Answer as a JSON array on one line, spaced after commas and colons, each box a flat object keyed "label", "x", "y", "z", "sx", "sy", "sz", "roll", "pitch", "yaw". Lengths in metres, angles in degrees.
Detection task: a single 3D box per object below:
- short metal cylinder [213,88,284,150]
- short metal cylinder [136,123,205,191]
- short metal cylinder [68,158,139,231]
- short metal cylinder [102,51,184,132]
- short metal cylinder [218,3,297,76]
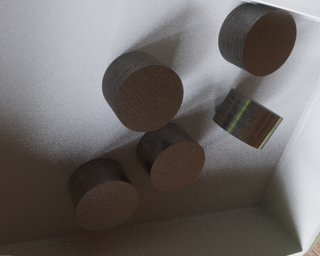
[{"label": "short metal cylinder", "x": 0.121, "y": -0.013, "z": 0.431, "sx": 0.080, "sy": 0.080, "sz": 0.050, "roll": 20, "pitch": 108, "yaw": -36}, {"label": "short metal cylinder", "x": 0.014, "y": 0.039, "z": 0.424, "sx": 0.081, "sy": 0.050, "sz": 0.079, "roll": -14, "pitch": 124, "yaw": -21}, {"label": "short metal cylinder", "x": -0.075, "y": 0.086, "z": 0.405, "sx": 0.081, "sy": 0.050, "sz": 0.079, "roll": -14, "pitch": 124, "yaw": -21}, {"label": "short metal cylinder", "x": -0.020, "y": -0.042, "z": 0.355, "sx": 0.081, "sy": 0.050, "sz": 0.079, "roll": -14, "pitch": 124, "yaw": -21}, {"label": "short metal cylinder", "x": 0.121, "y": -0.111, "z": 0.390, "sx": 0.081, "sy": 0.050, "sz": 0.079, "roll": -14, "pitch": 124, "yaw": -21}]
